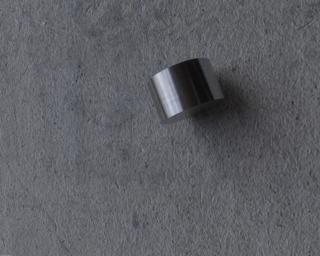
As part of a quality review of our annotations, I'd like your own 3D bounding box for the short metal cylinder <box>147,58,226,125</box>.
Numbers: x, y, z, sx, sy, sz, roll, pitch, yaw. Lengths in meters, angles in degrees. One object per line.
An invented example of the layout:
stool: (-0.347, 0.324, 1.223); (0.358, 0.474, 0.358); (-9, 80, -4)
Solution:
short metal cylinder: (0.031, -0.042, 0.369); (0.080, 0.080, 0.050); (-23, 83, 18)
